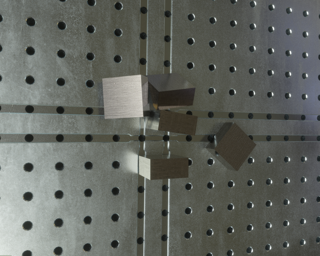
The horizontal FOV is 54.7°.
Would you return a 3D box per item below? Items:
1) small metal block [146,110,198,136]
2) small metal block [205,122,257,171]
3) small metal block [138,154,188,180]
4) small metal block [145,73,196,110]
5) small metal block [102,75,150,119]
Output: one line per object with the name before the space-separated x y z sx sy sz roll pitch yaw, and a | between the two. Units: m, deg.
small metal block | 0.014 -0.007 0.405 0.050 0.050 0.025 9 89 -20
small metal block | 0.104 0.027 0.453 0.050 0.025 0.050 43 76 -15
small metal block | 0.003 0.050 0.402 0.050 0.050 0.025 0 90 -20
small metal block | 0.010 -0.049 0.399 0.050 0.050 0.025 -9 125 -24
small metal block | -0.042 -0.037 0.385 0.050 0.025 0.050 -3 91 16
